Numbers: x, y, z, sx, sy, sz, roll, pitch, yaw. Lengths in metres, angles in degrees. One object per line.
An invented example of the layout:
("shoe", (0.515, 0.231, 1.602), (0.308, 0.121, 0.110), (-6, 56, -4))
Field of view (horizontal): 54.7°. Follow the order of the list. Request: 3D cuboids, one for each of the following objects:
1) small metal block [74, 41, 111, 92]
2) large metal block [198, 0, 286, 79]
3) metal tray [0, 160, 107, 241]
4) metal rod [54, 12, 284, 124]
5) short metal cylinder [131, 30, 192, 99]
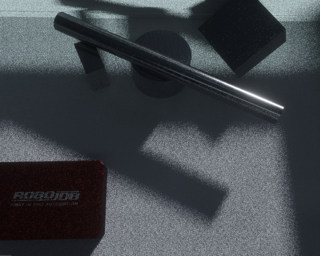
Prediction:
("small metal block", (-0.093, -0.086, 0.427), (0.025, 0.050, 0.050), (-23, 72, -8))
("large metal block", (0.114, -0.129, 0.428), (0.080, 0.050, 0.080), (-40, 73, 15))
("metal tray", (-0.133, 0.087, 0.374), (0.131, 0.030, 0.090), (-1, 70, -1))
("metal rod", (0.004, -0.078, 0.385), (0.301, 0.025, 0.025), (25, 72, 8))
("short metal cylinder", (0.001, -0.087, 0.428), (0.081, 0.050, 0.080), (0, 70, 0))
